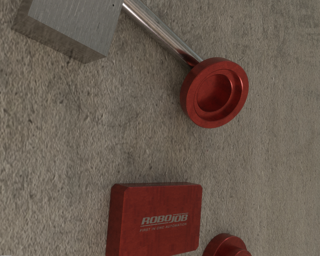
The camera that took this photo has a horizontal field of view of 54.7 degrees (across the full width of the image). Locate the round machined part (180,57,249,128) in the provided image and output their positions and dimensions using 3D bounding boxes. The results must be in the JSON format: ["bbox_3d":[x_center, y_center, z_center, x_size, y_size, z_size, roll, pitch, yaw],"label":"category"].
[{"bbox_3d":[0.072,-0.052,0.436,0.099,0.042,0.097,-12,120,-20],"label":"round machined part"}]

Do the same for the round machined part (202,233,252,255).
[{"bbox_3d":[0.111,0.220,0.487,0.099,0.042,0.097,0,90,-40],"label":"round machined part"}]

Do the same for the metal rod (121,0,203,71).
[{"bbox_3d":[-0.014,-0.135,0.392,0.301,0.025,0.025,33,70,-35],"label":"metal rod"}]

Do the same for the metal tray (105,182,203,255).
[{"bbox_3d":[-0.002,0.117,0.400,0.131,0.030,0.089,7,86,-40],"label":"metal tray"}]

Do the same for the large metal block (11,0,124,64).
[{"bbox_3d":[-0.089,-0.122,0.313,0.080,0.050,0.080,23,76,-38],"label":"large metal block"}]
